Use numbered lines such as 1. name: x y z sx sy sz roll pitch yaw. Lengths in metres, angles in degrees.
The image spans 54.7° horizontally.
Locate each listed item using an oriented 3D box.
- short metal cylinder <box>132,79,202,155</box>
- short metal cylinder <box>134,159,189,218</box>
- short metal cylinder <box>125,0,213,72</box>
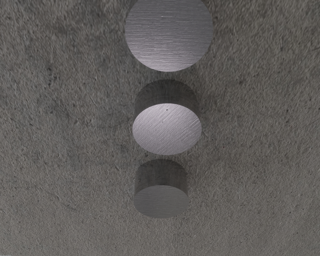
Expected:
1. short metal cylinder: 0.008 -0.012 0.380 0.081 0.050 0.079 0 130 0
2. short metal cylinder: 0.002 0.093 0.470 0.081 0.050 0.079 0 130 0
3. short metal cylinder: 0.008 -0.103 0.303 0.081 0.050 0.079 0 130 0
